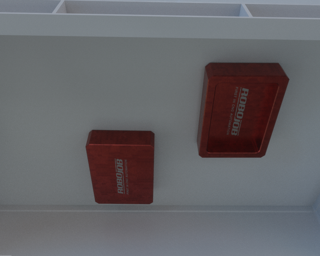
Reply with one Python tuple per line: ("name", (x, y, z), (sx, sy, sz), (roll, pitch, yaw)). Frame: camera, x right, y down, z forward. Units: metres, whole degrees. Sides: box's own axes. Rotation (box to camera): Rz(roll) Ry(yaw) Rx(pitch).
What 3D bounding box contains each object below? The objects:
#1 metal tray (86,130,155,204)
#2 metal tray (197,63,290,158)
("metal tray", (-0.054, 0.062, 0.458), (0.091, 0.030, 0.129), (1, 130, -2))
("metal tray", (0.098, -0.018, 0.392), (0.091, 0.030, 0.129), (0, 130, -1))
